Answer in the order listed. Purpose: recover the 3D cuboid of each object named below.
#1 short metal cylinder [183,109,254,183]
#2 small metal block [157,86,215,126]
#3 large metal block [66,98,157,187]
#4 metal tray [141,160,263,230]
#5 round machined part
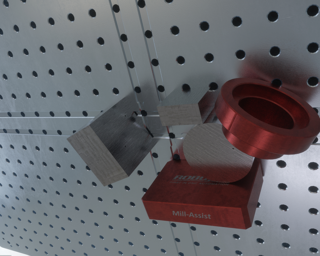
[{"bbox_3d":[0.074,0.018,0.367,0.080,0.050,0.079,14,124,21],"label":"short metal cylinder"},{"bbox_3d":[0.032,-0.026,0.362,0.050,0.050,0.025,-3,117,29],"label":"small metal block"},{"bbox_3d":[-0.062,0.018,0.420,0.050,0.080,0.080,-27,104,37],"label":"large metal block"},{"bbox_3d":[0.054,0.077,0.388,0.130,0.090,0.030,-3,117,30],"label":"metal tray"},{"bbox_3d":[0.101,-0.007,0.307,0.098,0.098,0.042,25,127,12],"label":"round machined part"}]
